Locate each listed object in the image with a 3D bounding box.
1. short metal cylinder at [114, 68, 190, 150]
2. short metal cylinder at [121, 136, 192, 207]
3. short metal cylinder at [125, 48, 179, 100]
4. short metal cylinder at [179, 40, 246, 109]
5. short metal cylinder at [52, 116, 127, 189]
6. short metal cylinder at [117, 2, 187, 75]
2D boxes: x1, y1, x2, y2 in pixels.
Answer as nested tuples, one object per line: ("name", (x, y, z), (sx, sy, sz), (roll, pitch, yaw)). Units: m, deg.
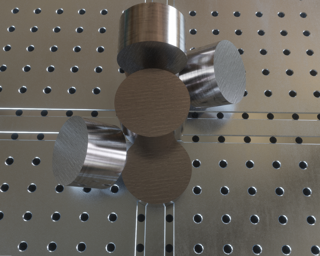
("short metal cylinder", (-0.008, -0.020, 0.352), (0.081, 0.050, 0.080), (0, 70, 0))
("short metal cylinder", (-0.004, 0.054, 0.378), (0.081, 0.050, 0.080), (0, 71, 0))
("short metal cylinder", (-0.007, -0.074, 0.425), (0.081, 0.050, 0.080), (0, 71, 0))
("short metal cylinder", (0.069, -0.067, 0.400), (0.050, 0.080, 0.080), (-7, 64, 41))
("short metal cylinder", (-0.084, 0.030, 0.365), (0.050, 0.080, 0.080), (16, 63, -42))
("short metal cylinder", (-0.009, -0.099, 0.364), (0.081, 0.080, 0.050), (0, 70, 0))
